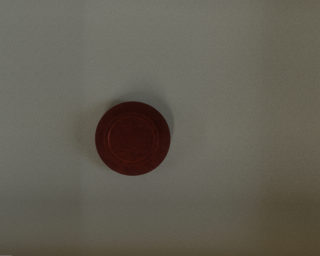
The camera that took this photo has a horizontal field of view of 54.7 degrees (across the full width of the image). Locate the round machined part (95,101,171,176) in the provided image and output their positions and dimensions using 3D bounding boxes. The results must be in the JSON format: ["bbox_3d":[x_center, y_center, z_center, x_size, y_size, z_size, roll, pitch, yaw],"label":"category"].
[{"bbox_3d":[-0.036,0.014,0.402,0.099,0.042,0.097,0,90,-1],"label":"round machined part"}]
